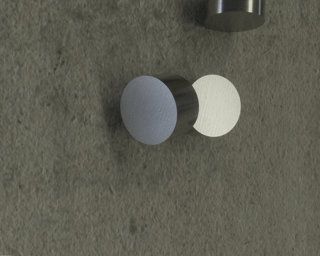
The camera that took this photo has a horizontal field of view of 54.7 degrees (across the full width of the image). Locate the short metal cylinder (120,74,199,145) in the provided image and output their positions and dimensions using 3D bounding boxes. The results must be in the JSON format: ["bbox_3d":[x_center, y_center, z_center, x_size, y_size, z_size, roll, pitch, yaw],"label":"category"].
[{"bbox_3d":[-0.001,-0.024,0.373,0.050,0.080,0.080,-19,98,-53],"label":"short metal cylinder"}]

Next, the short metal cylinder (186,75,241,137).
[{"bbox_3d":[0.061,-0.029,0.419,0.081,0.050,0.079,0,90,-21],"label":"short metal cylinder"}]

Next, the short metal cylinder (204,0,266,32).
[{"bbox_3d":[0.101,-0.167,0.418,0.081,0.080,0.050,3,89,-20],"label":"short metal cylinder"}]
